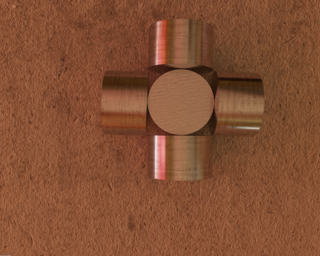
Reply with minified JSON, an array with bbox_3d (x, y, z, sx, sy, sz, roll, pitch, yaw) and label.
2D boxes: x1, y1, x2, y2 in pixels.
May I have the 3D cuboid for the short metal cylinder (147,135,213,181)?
[{"bbox_3d":[0.025,0.034,0.384,0.081,0.080,0.050,0,90,-1],"label":"short metal cylinder"}]

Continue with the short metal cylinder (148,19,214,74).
[{"bbox_3d":[0.026,-0.097,0.383,0.081,0.080,0.050,2,91,-1],"label":"short metal cylinder"}]

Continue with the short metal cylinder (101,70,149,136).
[{"bbox_3d":[-0.040,-0.030,0.383,0.050,0.080,0.079,2,90,0],"label":"short metal cylinder"}]

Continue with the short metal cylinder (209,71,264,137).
[{"bbox_3d":[0.091,-0.030,0.385,0.050,0.080,0.079,2,90,0],"label":"short metal cylinder"}]

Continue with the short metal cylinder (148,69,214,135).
[{"bbox_3d":[0.025,-0.031,0.399,0.081,0.050,0.079,0,90,-1],"label":"short metal cylinder"}]
